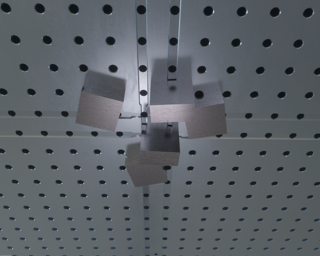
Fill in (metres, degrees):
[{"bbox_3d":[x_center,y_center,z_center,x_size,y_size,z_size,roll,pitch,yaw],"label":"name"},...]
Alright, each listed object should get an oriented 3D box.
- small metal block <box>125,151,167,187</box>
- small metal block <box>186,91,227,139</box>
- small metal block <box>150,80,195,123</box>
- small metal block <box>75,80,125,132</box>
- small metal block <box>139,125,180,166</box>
[{"bbox_3d":[-0.020,0.059,0.462,0.050,0.025,0.050,-11,129,9],"label":"small metal block"},{"bbox_3d":[0.057,-0.015,0.399,0.050,0.025,0.050,-9,130,7],"label":"small metal block"},{"bbox_3d":[0.014,-0.032,0.368,0.050,0.050,0.025,-2,130,2],"label":"small metal block"},{"bbox_3d":[-0.075,-0.027,0.388,0.050,0.025,0.050,14,129,-12],"label":"small metal block"},{"bbox_3d":[-0.001,0.023,0.414,0.050,0.050,0.025,4,130,-3],"label":"small metal block"}]
